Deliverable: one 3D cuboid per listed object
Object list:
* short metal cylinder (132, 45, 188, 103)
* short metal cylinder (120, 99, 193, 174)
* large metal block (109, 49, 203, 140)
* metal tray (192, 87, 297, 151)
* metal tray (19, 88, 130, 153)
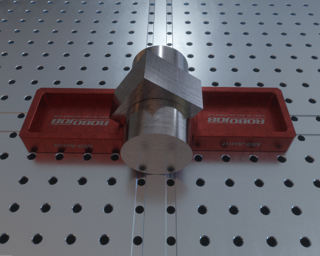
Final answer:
[{"bbox_3d":[0.000,-0.065,0.426,0.080,0.080,0.050,1,50,1],"label":"short metal cylinder"},{"bbox_3d":[-0.003,0.012,0.361,0.080,0.080,0.050,1,50,1],"label":"short metal cylinder"},{"bbox_3d":[-0.005,-0.036,0.383,0.080,0.080,0.050,25,45,-24],"label":"large metal block"},{"bbox_3d":[0.103,-0.014,0.416,0.131,0.030,0.090,1,50,0],"label":"metal tray"},{"bbox_3d":[-0.106,-0.012,0.413,0.131,0.030,0.090,1,50,0],"label":"metal tray"}]
